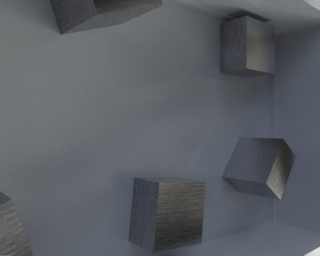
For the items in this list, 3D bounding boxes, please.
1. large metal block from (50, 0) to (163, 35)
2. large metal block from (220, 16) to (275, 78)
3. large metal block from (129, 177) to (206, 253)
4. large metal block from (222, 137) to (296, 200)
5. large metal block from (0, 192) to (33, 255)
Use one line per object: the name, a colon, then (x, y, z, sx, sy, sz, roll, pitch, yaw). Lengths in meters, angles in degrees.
large metal block: (-0.058, -0.137, 0.321, 0.081, 0.080, 0.050, -25, 106, -37)
large metal block: (0.145, -0.130, 0.511, 0.081, 0.050, 0.080, 0, 90, -40)
large metal block: (0.011, 0.107, 0.399, 0.081, 0.050, 0.080, 8, 85, -40)
large metal block: (0.161, 0.063, 0.506, 0.050, 0.080, 0.080, 45, 63, -31)
large metal block: (-0.158, 0.109, 0.258, 0.081, 0.050, 0.080, -24, 105, -38)
